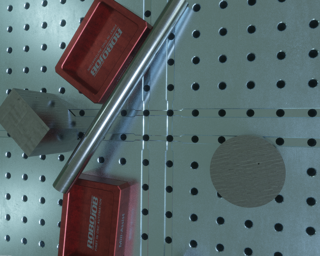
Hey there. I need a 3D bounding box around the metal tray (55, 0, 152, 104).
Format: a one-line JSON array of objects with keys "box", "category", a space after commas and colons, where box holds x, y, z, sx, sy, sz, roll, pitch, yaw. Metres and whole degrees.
[{"box": [-0.079, -0.109, 0.437, 0.090, 0.030, 0.129, 38, 102, 16], "category": "metal tray"}]

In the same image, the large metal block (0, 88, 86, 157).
[{"box": [-0.169, -0.008, 0.443, 0.080, 0.080, 0.050, 44, 104, 14], "category": "large metal block"}]

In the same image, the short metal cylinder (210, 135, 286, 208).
[{"box": [0.103, 0.047, 0.363, 0.080, 0.050, 0.080, 0, 90, 20], "category": "short metal cylinder"}]

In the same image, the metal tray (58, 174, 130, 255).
[{"box": [-0.095, 0.137, 0.443, 0.090, 0.030, 0.129, 6, 92, 19], "category": "metal tray"}]

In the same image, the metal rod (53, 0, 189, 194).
[{"box": [-0.055, -0.042, 0.414, 0.025, 0.025, 0.299, 34, 94, 16], "category": "metal rod"}]
